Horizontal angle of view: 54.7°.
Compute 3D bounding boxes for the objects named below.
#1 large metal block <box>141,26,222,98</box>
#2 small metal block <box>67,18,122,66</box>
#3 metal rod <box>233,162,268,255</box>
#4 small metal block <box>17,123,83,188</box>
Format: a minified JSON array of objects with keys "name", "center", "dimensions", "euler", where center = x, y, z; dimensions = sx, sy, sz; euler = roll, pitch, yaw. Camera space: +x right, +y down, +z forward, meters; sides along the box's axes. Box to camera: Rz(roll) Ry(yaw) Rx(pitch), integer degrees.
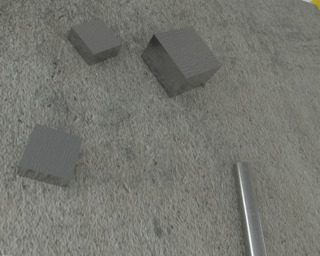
[{"name":"large metal block","center":[0.032,-0.101,0.469],"dimensions":[0.081,0.050,0.080],"euler":[-25,76,-37]},{"name":"small metal block","center":[-0.090,-0.120,0.429],"dimensions":[0.050,0.025,0.050],"euler":[-33,81,-38]},{"name":"metal rod","center":[0.117,0.181,0.358],"dimensions":[0.025,0.025,0.299],"euler":[13,56,-22]},{"name":"small metal block","center":[-0.114,0.029,0.325],"dimensions":[0.050,0.025,0.050],"euler":[19,54,-17]}]
